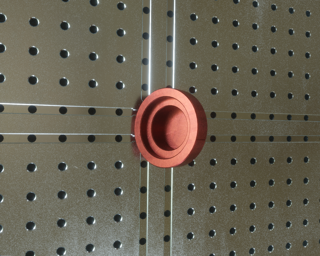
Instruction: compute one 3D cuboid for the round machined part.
[{"bbox_3d":[0.018,0.001,0.390,0.042,0.098,0.097,4,88,-51],"label":"round machined part"}]
